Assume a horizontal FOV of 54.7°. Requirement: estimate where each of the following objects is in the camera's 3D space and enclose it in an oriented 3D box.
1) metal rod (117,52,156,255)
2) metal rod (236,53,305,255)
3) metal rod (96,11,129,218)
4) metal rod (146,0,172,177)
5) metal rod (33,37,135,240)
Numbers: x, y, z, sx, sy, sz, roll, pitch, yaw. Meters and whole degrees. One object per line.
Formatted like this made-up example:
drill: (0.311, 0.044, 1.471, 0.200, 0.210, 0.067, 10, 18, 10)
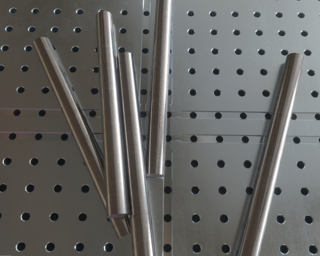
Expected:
metal rod: (-0.032, 0.033, 0.387, 0.025, 0.025, 0.299, -7, 66, -3)
metal rod: (0.147, 0.031, 0.402, 0.025, 0.025, 0.300, 19, 71, 6)
metal rod: (-0.066, -0.036, 0.409, 0.025, 0.025, 0.299, -7, 65, -3)
metal rod: (0.001, -0.080, 0.441, 0.025, 0.025, 0.299, 3, 70, 1)
metal rod: (-0.106, 0.000, 0.410, 0.025, 0.025, 0.299, -26, 72, -9)
